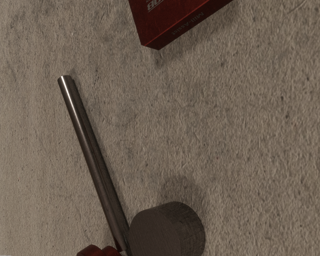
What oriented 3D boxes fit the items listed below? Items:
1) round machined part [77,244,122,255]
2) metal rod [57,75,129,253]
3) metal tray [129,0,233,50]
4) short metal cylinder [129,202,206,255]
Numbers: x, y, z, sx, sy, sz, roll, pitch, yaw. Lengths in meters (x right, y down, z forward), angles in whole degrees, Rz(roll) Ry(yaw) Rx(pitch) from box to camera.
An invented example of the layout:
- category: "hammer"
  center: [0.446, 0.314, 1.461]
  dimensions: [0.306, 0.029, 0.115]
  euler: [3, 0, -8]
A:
- category: "round machined part"
  center: [-0.074, 0.208, 0.438]
  dimensions: [0.098, 0.042, 0.097]
  euler: [28, 130, 39]
- category: "metal rod"
  center: [-0.107, 0.044, 0.490]
  dimensions: [0.025, 0.025, 0.299]
  euler: [-37, 67, 33]
- category: "metal tray"
  center: [0.021, -0.167, 0.383]
  dimensions: [0.130, 0.030, 0.090]
  euler: [-25, 74, 36]
- category: "short metal cylinder"
  center: [0.008, 0.135, 0.380]
  dimensions: [0.080, 0.050, 0.079]
  euler: [0, 90, 39]
